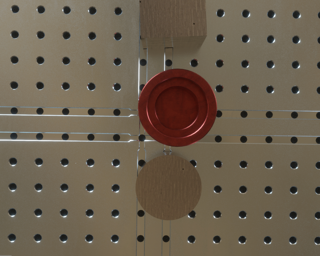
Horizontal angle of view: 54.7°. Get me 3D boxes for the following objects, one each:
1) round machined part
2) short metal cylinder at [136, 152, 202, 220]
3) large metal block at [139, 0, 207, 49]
[{"bbox_3d":[0.022,-0.025,0.405,0.099,0.042,0.097,0,90,-1],"label":"round machined part"},{"bbox_3d":[0.010,0.072,0.401,0.081,0.050,0.079,0,90,-1],"label":"short metal cylinder"},{"bbox_3d":[0.015,-0.151,0.401,0.081,0.050,0.079,-3,90,-1],"label":"large metal block"}]
